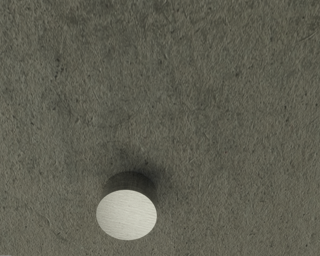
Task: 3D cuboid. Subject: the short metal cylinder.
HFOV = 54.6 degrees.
[{"bbox_3d":[-0.044,0.108,0.436,0.080,0.050,0.079,0,110,0],"label":"short metal cylinder"}]
